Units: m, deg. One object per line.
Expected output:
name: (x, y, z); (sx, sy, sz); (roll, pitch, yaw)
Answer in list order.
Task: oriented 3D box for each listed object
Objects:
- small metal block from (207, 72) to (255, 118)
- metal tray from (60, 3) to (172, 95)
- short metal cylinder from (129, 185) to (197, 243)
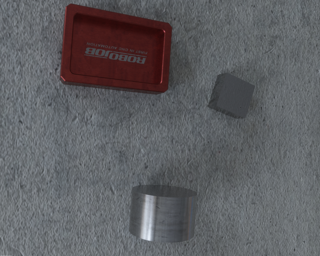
small metal block: (0.103, -0.046, 0.447); (0.050, 0.025, 0.050); (21, 83, -19)
metal tray: (-0.053, -0.094, 0.386); (0.131, 0.030, 0.089); (4, 89, -20)
short metal cylinder: (0.004, 0.102, 0.382); (0.081, 0.080, 0.050); (5, 89, -20)
